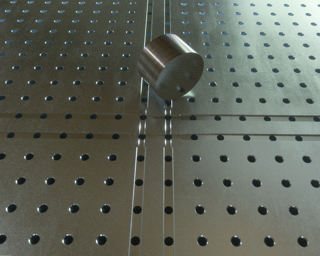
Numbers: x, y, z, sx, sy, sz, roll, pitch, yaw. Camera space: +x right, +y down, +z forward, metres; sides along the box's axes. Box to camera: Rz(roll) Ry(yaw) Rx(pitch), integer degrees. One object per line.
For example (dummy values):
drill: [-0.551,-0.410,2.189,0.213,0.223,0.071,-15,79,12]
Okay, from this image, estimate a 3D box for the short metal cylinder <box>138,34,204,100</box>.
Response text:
short metal cylinder: [0.015,-0.087,0.445,0.081,0.080,0.050,-25,55,-20]
